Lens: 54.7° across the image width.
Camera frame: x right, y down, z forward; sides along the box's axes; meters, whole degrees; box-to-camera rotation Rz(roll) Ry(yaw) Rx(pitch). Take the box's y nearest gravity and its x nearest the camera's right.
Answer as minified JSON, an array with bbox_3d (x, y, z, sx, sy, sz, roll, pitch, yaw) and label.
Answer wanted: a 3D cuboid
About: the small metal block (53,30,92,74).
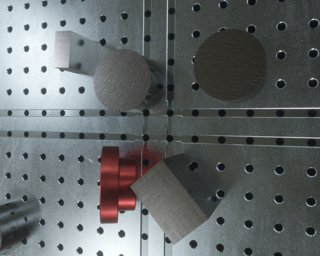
[{"bbox_3d":[-0.124,-0.107,0.443,0.025,0.050,0.050,4,92,20],"label":"small metal block"}]

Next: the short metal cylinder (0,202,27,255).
[{"bbox_3d":[-0.262,0.163,0.492,0.080,0.050,0.080,0,90,20],"label":"short metal cylinder"}]

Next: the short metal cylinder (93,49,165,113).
[{"bbox_3d":[-0.040,-0.060,0.413,0.080,0.050,0.080,0,90,20],"label":"short metal cylinder"}]

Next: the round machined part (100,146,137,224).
[{"bbox_3d":[-0.053,0.072,0.399,0.042,0.098,0.097,1,91,-8],"label":"round machined part"}]

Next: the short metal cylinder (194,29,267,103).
[{"bbox_3d":[0.085,-0.071,0.369,0.080,0.050,0.080,0,90,20],"label":"short metal cylinder"}]

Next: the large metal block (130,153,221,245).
[{"bbox_3d":[0.022,0.081,0.375,0.050,0.080,0.080,-42,77,15],"label":"large metal block"}]
